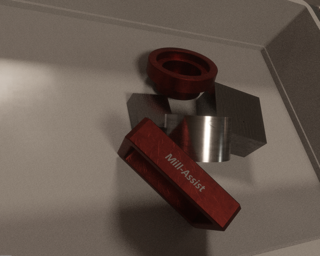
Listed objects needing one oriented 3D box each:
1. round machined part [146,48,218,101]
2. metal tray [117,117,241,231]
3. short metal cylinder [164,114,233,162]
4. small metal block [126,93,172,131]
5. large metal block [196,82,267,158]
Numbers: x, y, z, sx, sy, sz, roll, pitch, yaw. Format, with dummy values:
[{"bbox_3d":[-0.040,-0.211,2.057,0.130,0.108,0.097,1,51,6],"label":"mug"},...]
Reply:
[{"bbox_3d":[0.029,-0.075,0.442,0.099,0.042,0.098,8,37,-6],"label":"round machined part"},{"bbox_3d":[0.014,0.054,0.336,0.130,0.090,0.030,44,70,1],"label":"metal tray"},{"bbox_3d":[0.045,0.010,0.372,0.081,0.080,0.050,1,93,-28],"label":"short metal cylinder"},{"bbox_3d":[-0.013,-0.017,0.411,0.050,0.025,0.050,1,62,-28],"label":"small metal block"},{"bbox_3d":[0.102,-0.011,0.453,0.081,0.050,0.080,16,55,-20],"label":"large metal block"}]
